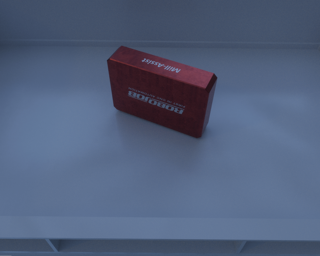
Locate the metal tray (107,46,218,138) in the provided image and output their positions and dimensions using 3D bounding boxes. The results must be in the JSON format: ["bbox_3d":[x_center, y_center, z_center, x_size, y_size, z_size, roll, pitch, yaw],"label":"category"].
[{"bbox_3d":[0.001,-0.045,0.396,0.130,0.089,0.030,20,53,15],"label":"metal tray"}]
